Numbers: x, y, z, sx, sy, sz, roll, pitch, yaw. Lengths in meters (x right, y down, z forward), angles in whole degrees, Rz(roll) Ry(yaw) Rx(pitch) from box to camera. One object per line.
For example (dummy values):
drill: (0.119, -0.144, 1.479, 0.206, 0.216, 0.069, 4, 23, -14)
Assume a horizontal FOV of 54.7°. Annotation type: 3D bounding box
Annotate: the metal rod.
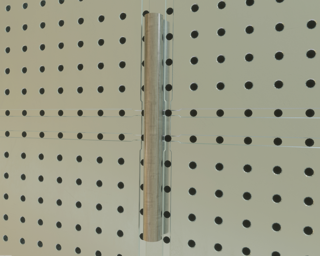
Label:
metal rod: (-0.009, -0.001, 0.415, 0.025, 0.025, 0.298, 0, 90, 19)
